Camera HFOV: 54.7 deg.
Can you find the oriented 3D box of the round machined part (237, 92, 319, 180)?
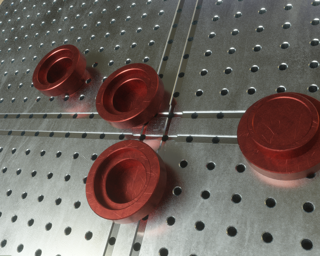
[{"bbox_3d":[0.130,0.002,0.327,0.098,0.042,0.098,-13,56,20],"label":"round machined part"}]

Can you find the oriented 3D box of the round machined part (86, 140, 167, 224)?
[{"bbox_3d":[-0.037,0.067,0.374,0.098,0.042,0.098,-13,56,20],"label":"round machined part"}]

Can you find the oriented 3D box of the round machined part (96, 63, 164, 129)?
[{"bbox_3d":[-0.038,-0.041,0.441,0.098,0.042,0.098,-13,56,20],"label":"round machined part"}]

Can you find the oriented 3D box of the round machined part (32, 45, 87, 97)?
[{"bbox_3d":[-0.169,-0.095,0.542,0.098,0.042,0.098,-13,56,20],"label":"round machined part"}]
